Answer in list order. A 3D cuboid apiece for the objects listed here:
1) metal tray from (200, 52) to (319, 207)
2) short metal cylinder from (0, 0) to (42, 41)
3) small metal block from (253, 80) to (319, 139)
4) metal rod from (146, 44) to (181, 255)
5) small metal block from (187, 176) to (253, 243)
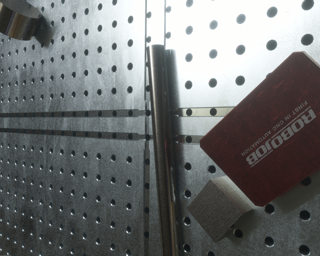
[{"bbox_3d":[0.113,0.004,0.294,0.090,0.030,0.129,47,120,8],"label":"metal tray"},{"bbox_3d":[-0.279,-0.214,0.600,0.080,0.081,0.050,50,119,28],"label":"short metal cylinder"},{"bbox_3d":[0.125,-0.016,0.305,0.050,0.025,0.050,-16,80,38],"label":"small metal block"},{"bbox_3d":[0.006,0.041,0.402,0.025,0.025,0.298,-7,86,39],"label":"metal rod"},{"bbox_3d":[0.067,0.092,0.353,0.050,0.025,0.050,47,118,29],"label":"small metal block"}]
